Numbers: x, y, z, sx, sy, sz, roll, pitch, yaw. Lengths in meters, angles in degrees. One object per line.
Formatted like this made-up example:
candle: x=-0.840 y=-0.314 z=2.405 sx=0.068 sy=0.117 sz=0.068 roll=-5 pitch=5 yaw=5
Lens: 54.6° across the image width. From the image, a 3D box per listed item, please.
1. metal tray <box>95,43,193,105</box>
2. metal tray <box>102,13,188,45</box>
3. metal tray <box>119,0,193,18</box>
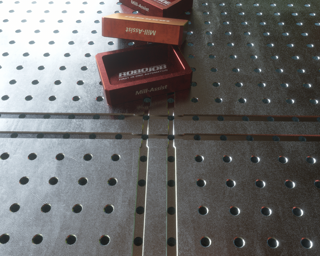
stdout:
metal tray: x=-0.026 y=-0.088 z=0.478 sx=0.131 sy=0.030 sz=0.090 roll=-14 pitch=51 yaw=-11
metal tray: x=-0.022 y=-0.169 z=0.523 sx=0.131 sy=0.030 sz=0.090 roll=9 pitch=26 yaw=7
metal tray: x=-0.009 y=-0.264 z=0.626 sx=0.130 sy=0.030 sz=0.090 roll=34 pitch=58 yaw=25
